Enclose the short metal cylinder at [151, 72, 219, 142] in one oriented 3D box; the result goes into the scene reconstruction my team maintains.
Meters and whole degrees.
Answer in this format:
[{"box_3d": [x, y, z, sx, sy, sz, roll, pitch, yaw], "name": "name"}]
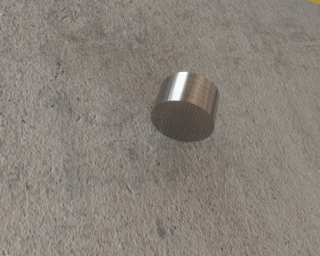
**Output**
[{"box_3d": [0.034, -0.026, 0.402, 0.080, 0.080, 0.050, 26, 53, -12], "name": "short metal cylinder"}]
